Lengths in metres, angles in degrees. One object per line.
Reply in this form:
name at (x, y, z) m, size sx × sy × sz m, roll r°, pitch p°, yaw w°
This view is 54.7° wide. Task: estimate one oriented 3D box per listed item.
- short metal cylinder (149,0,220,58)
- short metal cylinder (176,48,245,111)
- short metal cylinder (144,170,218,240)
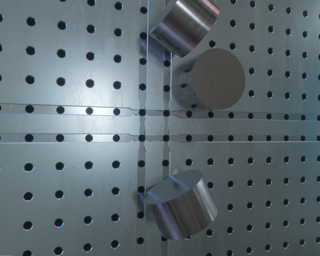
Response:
short metal cylinder at (0.030, -0.137, 0.395) m, size 0.050 × 0.080 × 0.080 m, roll 35°, pitch 79°, yaw -17°
short metal cylinder at (0.069, -0.064, 0.426) m, size 0.081 × 0.050 × 0.079 m, roll 0°, pitch 90°, yaw -20°
short metal cylinder at (0.027, 0.095, 0.395) m, size 0.081 × 0.080 × 0.050 m, roll -28°, pitch 100°, yaw -18°
